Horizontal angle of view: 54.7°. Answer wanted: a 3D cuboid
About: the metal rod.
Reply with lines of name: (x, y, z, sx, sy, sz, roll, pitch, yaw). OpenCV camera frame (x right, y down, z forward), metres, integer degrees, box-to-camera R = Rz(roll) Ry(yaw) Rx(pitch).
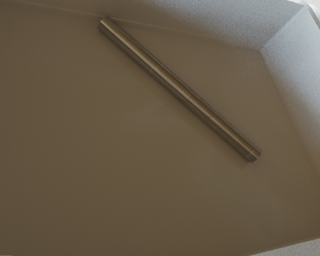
metal rod: (0.030, -0.057, 0.457, 0.300, 0.025, 0.025, 41, 51, 0)
